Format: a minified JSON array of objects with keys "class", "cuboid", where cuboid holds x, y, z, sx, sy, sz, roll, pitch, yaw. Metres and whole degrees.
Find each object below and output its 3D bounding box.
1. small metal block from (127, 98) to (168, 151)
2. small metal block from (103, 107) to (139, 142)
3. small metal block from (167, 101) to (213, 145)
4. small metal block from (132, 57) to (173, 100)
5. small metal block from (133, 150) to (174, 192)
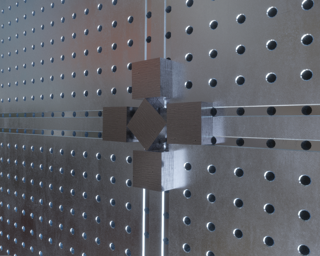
[{"class":"small metal block","cuboid":[-0.011,-0.005,0.416,0.050,0.025,0.050,50,119,28]},{"class":"small metal block","cuboid":[-0.058,-0.006,0.454,0.050,0.025,0.050,2,91,39]},{"class":"small metal block","cuboid":[0.036,-0.005,0.378,0.050,0.025,0.050,0,90,39]},{"class":"small metal block","cuboid":[-0.011,-0.064,0.416,0.050,0.025,0.050,-1,90,39]},{"class":"small metal block","cuboid":[-0.009,0.055,0.415,0.050,0.025,0.050,1,90,39]}]
